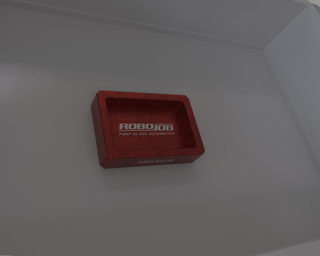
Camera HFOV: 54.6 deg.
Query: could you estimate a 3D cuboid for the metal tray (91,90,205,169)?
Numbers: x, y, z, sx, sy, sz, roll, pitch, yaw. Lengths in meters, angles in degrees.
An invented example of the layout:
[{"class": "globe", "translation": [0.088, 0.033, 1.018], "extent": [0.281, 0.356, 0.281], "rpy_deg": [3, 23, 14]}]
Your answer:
[{"class": "metal tray", "translation": [-0.015, 0.001, 0.393], "extent": [0.131, 0.030, 0.090], "rpy_deg": [0, 62, -28]}]
